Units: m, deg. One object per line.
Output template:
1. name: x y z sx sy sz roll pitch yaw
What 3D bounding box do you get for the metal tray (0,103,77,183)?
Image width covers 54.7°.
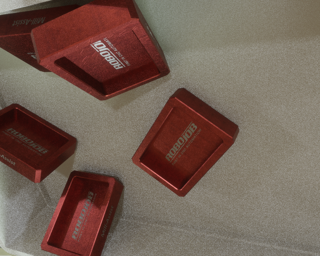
1. metal tray: -0.212 0.020 0.487 0.130 0.090 0.030 29 128 9

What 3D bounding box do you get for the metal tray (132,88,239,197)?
1. metal tray: 0.028 0.023 0.403 0.090 0.030 0.129 36 129 3

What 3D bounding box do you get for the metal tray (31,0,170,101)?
1. metal tray: -0.048 -0.071 0.306 0.090 0.130 0.030 -21 76 9

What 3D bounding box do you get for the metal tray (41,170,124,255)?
1. metal tray: -0.121 0.138 0.491 0.090 0.130 0.030 6 154 25

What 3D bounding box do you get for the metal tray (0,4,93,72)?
1. metal tray: -0.122 -0.101 0.370 0.130 0.090 0.030 4 75 26
